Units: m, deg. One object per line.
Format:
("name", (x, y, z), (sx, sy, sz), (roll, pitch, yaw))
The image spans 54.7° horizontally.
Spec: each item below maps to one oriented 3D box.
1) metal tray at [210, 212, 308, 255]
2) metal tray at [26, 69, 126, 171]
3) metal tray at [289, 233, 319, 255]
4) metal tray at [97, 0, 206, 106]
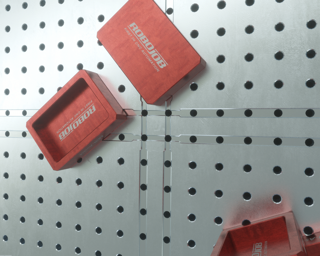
("metal tray", (0.102, 0.130, 0.321), (0.090, 0.130, 0.030), (-22, 83, 18))
("metal tray", (-0.124, -0.010, 0.452), (0.130, 0.030, 0.090), (-40, 78, 15))
("metal tray", (0.189, 0.166, 0.343), (0.130, 0.030, 0.090), (-23, 83, 18))
("metal tray", (-0.014, -0.106, 0.414), (0.090, 0.030, 0.130), (-40, 78, 15))
